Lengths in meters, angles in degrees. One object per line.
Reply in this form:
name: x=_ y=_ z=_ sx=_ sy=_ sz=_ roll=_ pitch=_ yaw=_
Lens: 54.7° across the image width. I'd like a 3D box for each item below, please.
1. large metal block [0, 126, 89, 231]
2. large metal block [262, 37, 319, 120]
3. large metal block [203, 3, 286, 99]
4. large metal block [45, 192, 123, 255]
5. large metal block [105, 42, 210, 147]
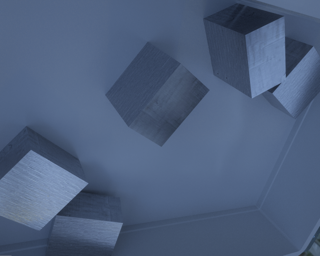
large metal block: x=-0.144 y=0.058 z=0.351 sx=0.080 sy=0.050 sz=0.080 roll=-44 pitch=130 yaw=2
large metal block: x=0.192 y=-0.072 z=0.456 sx=0.080 sy=0.050 sz=0.080 roll=33 pitch=100 yaw=-39
large metal block: x=0.101 y=-0.094 z=0.372 sx=0.050 sy=0.080 sz=0.080 roll=-28 pitch=128 yaw=-11
large metal block: x=-0.101 y=0.134 z=0.409 sx=0.081 sy=0.050 sz=0.079 roll=13 pitch=112 yaw=-18
large metal block: x=-0.006 y=-0.040 z=0.347 sx=0.050 sy=0.080 sz=0.080 roll=34 pitch=99 yaw=-39
